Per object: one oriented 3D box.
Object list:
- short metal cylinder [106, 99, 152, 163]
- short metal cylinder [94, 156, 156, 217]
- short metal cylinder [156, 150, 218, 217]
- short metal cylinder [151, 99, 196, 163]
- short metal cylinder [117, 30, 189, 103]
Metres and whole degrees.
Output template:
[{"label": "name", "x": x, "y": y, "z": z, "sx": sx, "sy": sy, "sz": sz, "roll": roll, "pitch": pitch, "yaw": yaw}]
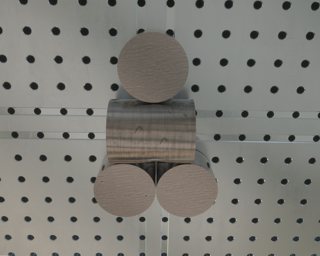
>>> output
[{"label": "short metal cylinder", "x": -0.035, "y": 0.004, "z": 0.385, "sx": 0.050, "sy": 0.080, "sz": 0.079, "roll": 0, "pitch": 110, "yaw": -1}, {"label": "short metal cylinder", "x": -0.046, "y": 0.074, "z": 0.426, "sx": 0.081, "sy": 0.050, "sz": 0.079, "roll": 0, "pitch": 110, "yaw": -1}, {"label": "short metal cylinder", "x": 0.035, "y": 0.074, "z": 0.426, "sx": 0.081, "sy": 0.050, "sz": 0.079, "roll": 0, "pitch": 110, "yaw": -1}, {"label": "short metal cylinder", "x": 0.015, "y": 0.004, "z": 0.386, "sx": 0.050, "sy": 0.080, "sz": 0.079, "roll": 0, "pitch": 110, "yaw": -1}, {"label": "short metal cylinder", "x": -0.008, "y": -0.076, "z": 0.372, "sx": 0.081, "sy": 0.050, "sz": 0.079, "roll": 0, "pitch": 110, "yaw": -1}]
